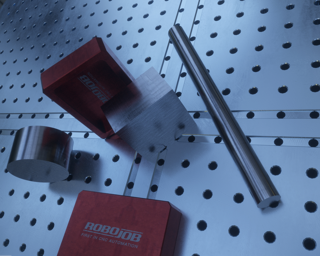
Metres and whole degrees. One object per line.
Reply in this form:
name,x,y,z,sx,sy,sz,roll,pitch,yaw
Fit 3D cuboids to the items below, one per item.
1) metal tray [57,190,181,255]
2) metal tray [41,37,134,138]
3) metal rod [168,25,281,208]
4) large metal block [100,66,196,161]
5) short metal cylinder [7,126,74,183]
metal tray,-0.048,0.125,0.354,0.130,0.030,0.090,0,62,28
metal tray,-0.078,-0.046,0.410,0.090,0.130,0.030,-32,52,8
metal rod,0.066,-0.039,0.397,0.025,0.025,0.299,-28,52,10
large metal block,-0.013,-0.016,0.389,0.080,0.080,0.050,-38,51,3
short metal cylinder,-0.166,0.039,0.437,0.080,0.080,0.050,-14,56,20
